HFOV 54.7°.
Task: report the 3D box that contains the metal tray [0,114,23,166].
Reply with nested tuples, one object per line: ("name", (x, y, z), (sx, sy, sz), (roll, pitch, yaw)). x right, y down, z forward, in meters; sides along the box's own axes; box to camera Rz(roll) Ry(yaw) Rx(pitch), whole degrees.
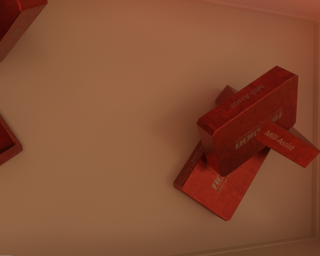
("metal tray", (-0.198, -0.014, 0.300), (0.030, 0.090, 0.130), (-30, 101, 4))

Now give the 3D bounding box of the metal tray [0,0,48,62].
("metal tray", (-0.171, -0.122, 0.292), (0.090, 0.130, 0.030), (56, 44, -12))

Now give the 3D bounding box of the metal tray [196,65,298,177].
("metal tray", (0.113, -0.007, 0.387), (0.131, 0.030, 0.090), (-34, 136, -12))

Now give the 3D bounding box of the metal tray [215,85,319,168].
("metal tray", (0.146, -0.004, 0.430), (0.131, 0.090, 0.030), (28, 110, -18))

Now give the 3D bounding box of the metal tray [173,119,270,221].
("metal tray", (0.091, 0.053, 0.443), (0.090, 0.030, 0.130), (37, 78, -17))
